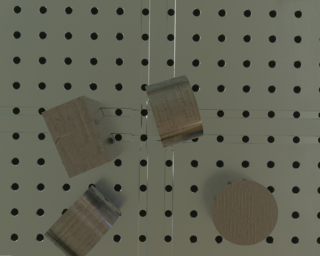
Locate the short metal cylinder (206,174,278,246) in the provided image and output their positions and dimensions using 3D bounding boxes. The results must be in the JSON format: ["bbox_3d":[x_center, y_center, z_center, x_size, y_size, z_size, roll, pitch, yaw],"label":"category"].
[{"bbox_3d":[0.104,0.103,0.402,0.081,0.050,0.079,0,90,0],"label":"short metal cylinder"}]

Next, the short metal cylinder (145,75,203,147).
[{"bbox_3d":[0.017,-0.021,0.386,0.050,0.080,0.080,-17,90,0],"label":"short metal cylinder"}]

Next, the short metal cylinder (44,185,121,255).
[{"bbox_3d":[-0.095,0.118,0.385,0.050,0.080,0.080,44,90,0],"label":"short metal cylinder"}]

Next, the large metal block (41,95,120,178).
[{"bbox_3d":[-0.093,0.010,0.385,0.050,0.080,0.080,-23,90,0],"label":"large metal block"}]
